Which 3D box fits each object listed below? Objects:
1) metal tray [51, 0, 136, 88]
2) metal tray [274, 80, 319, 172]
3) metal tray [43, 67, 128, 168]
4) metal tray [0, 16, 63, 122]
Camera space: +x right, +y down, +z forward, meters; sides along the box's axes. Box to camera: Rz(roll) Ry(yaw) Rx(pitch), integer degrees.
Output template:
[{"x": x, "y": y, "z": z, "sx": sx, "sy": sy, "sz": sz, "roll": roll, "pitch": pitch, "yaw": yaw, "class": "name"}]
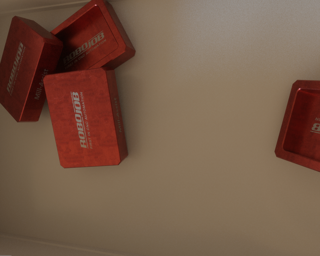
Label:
[{"x": -0.111, "y": -0.112, "z": 0.445, "sx": 0.130, "sy": 0.030, "sz": 0.090, "roll": -30, "pitch": 81, "yaw": 17, "class": "metal tray"}, {"x": 0.178, "y": 0.002, "z": 0.299, "sx": 0.030, "sy": 0.130, "sz": 0.089, "roll": 11, "pitch": 95, "yaw": -24, "class": "metal tray"}, {"x": -0.100, "y": -0.013, "z": 0.422, "sx": 0.090, "sy": 0.030, "sz": 0.129, "roll": -5, "pitch": 101, "yaw": 14, "class": "metal tray"}, {"x": -0.196, "y": -0.084, "z": 0.452, "sx": 0.090, "sy": 0.030, "sz": 0.129, "roll": 38, "pitch": 112, "yaw": 29, "class": "metal tray"}]
